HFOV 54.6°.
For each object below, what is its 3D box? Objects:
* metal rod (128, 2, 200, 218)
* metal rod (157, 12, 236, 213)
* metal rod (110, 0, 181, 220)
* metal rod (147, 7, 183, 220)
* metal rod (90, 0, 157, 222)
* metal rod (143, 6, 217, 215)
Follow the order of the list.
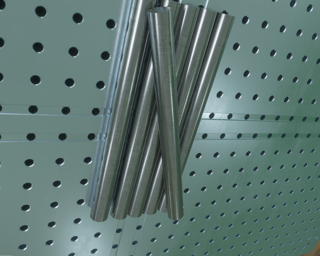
[{"bbox_3d":[-0.004,-0.005,0.404,0.025,0.025,0.298,1,118,-29],"label":"metal rod"},{"bbox_3d":[0.041,-0.005,0.430,0.025,0.025,0.298,1,118,-29],"label":"metal rod"},{"bbox_3d":[-0.025,-0.005,0.392,0.025,0.025,0.298,1,118,-29],"label":"metal rod"},{"bbox_3d":[0.012,0.007,0.388,0.025,0.025,0.298,-18,126,-18],"label":"metal rod"},{"bbox_3d":[-0.051,-0.007,0.378,0.025,0.025,0.298,1,118,-29],"label":"metal rod"},{"bbox_3d":[0.018,-0.006,0.418,0.025,0.025,0.298,1,118,-29],"label":"metal rod"}]
